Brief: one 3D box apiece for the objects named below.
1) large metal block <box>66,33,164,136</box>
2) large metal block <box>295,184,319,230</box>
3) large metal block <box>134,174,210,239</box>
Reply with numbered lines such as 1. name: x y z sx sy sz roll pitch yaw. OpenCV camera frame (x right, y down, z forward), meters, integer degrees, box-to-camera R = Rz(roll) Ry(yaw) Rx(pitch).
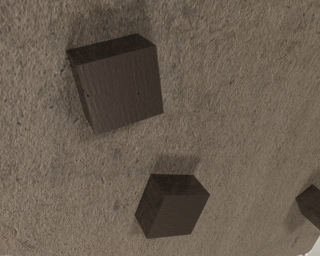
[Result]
1. large metal block: -0.047 -0.049 0.336 0.081 0.050 0.079 -19 126 -18
2. large metal block: 0.356 0.184 0.684 0.050 0.080 0.080 -39 130 -2
3. large metal block: 0.018 0.119 0.476 0.081 0.050 0.079 7 115 -32
